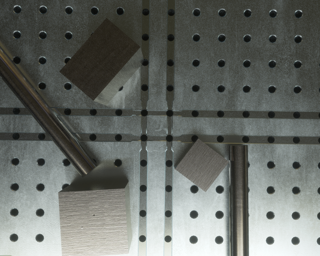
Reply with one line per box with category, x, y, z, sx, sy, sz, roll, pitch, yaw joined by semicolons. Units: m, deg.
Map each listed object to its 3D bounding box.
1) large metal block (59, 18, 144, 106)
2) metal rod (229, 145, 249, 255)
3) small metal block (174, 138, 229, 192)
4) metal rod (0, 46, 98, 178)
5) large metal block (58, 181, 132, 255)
large metal block;-0.067;-0.077;0.385;0.050;0.080;0.080;41;90;0
metal rod;0.106;0.172;0.414;0.025;0.025;0.298;-1;90;0
small metal block;0.054;0.048;0.414;0.050;0.025;0.050;37;90;0
metal rod;-0.187;-0.058;0.411;0.025;0.025;0.300;-39;90;0
large metal block;-0.081;0.115;0.400;0.080;0.050;0.080;-3;90;0
